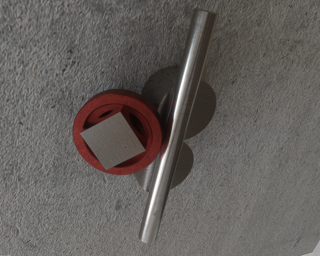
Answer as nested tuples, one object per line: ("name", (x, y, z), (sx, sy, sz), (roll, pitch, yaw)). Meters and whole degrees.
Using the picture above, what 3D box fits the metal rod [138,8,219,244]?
("metal rod", (0.014, 0.018, 0.363), (0.025, 0.025, 0.298), (-1, 119, -28))

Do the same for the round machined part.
("round machined part", (-0.046, 0.002, 0.357), (0.099, 0.042, 0.097), (1, 112, 2))

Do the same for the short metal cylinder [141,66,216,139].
("short metal cylinder", (0.022, -0.031, 0.385), (0.081, 0.050, 0.079), (-14, 124, -21))

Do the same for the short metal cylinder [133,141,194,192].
("short metal cylinder", (-0.002, 0.039, 0.415), (0.081, 0.050, 0.079), (-14, 123, -21))

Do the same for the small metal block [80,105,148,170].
("small metal block", (-0.049, 0.010, 0.335), (0.050, 0.025, 0.050), (-27, 108, 13))
